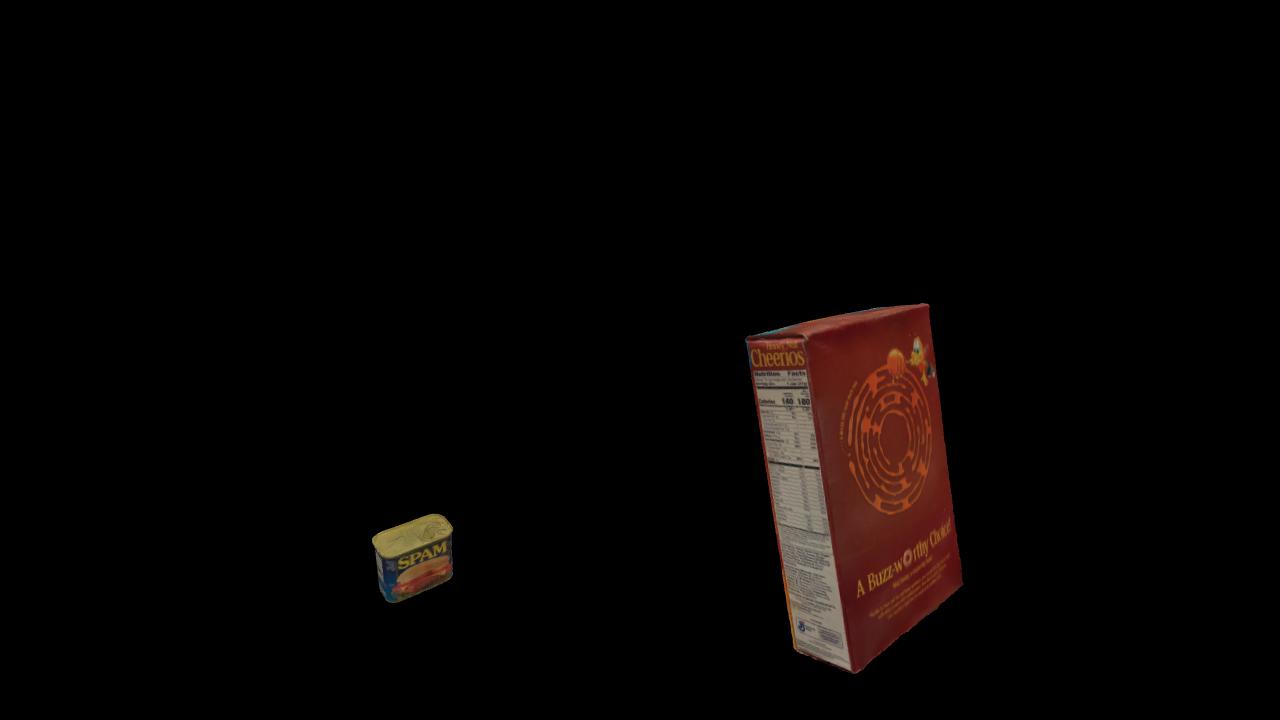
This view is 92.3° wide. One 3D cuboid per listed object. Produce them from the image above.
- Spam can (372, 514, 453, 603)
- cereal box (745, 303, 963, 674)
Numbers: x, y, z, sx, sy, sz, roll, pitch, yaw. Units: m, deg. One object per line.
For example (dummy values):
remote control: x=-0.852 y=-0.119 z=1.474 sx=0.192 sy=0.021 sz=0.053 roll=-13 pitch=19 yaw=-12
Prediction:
Spam can: x=-0.313 y=0.275 z=0.856 sx=0.101 sy=0.085 sz=0.058 roll=-14 pitch=31 yaw=-37
cereal box: x=0.217 y=0.107 z=0.600 sx=0.203 sy=0.306 sz=0.081 roll=-14 pitch=6 yaw=-36
